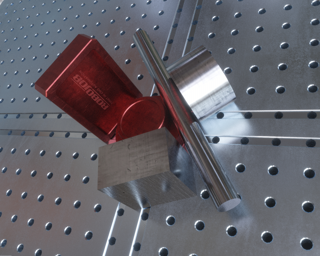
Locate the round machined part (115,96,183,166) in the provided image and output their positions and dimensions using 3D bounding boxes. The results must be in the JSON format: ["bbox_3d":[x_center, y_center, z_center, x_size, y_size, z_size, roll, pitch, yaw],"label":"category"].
[{"bbox_3d":[-0.017,-0.002,0.406,0.098,0.042,0.098,-13,56,20],"label":"round machined part"}]

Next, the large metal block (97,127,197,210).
[{"bbox_3d":[-0.013,0.049,0.348,0.080,0.080,0.050,-18,55,18],"label":"large metal block"}]

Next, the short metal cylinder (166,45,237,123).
[{"bbox_3d":[0.049,-0.053,0.377,0.050,0.080,0.080,-32,52,7],"label":"short metal cylinder"}]

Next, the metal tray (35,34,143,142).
[{"bbox_3d":[-0.087,-0.048,0.415,0.030,0.130,0.090,31,79,37],"label":"metal tray"}]

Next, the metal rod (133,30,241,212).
[{"bbox_3d":[0.018,-0.033,0.391,0.025,0.025,0.300,-31,52,8],"label":"metal rod"}]
